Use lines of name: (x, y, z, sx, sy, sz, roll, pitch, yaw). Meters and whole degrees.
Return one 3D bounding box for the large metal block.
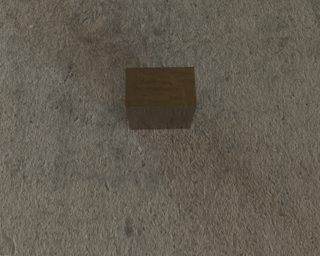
large metal block: (0.000, -0.035, 0.393, 0.081, 0.080, 0.050, -1, 70, -1)
